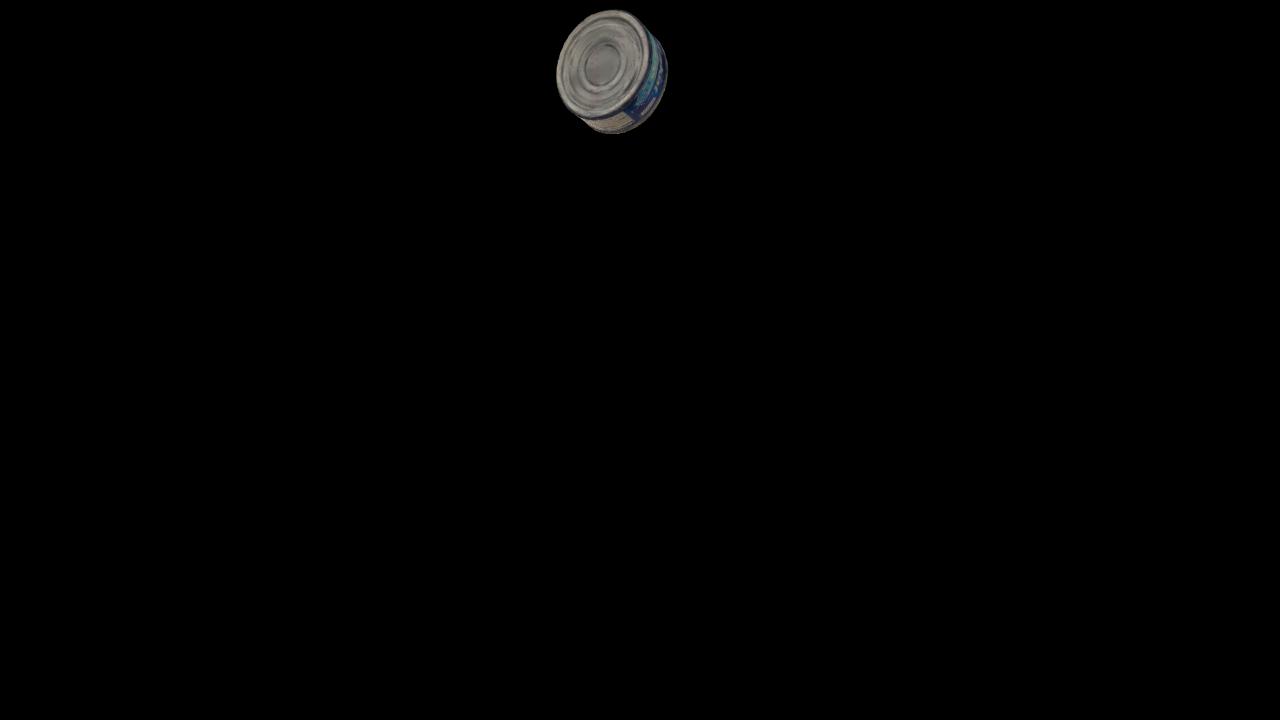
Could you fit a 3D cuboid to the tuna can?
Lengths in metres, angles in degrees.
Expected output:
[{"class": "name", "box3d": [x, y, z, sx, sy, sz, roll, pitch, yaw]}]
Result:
[{"class": "tuna can", "box3d": [-0.023, -0.223, 0.476, 0.084, 0.084, 0.034, 0, -1, 25]}]
